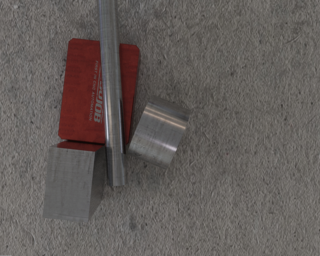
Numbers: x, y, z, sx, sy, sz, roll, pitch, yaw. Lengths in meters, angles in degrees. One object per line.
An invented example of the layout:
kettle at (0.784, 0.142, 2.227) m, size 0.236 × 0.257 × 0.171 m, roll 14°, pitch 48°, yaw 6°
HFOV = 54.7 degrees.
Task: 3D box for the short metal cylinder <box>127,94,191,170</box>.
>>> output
short metal cylinder at (-0.001, 0.005, 0.383) m, size 0.050 × 0.080 × 0.080 m, roll 23°, pitch 90°, yaw 0°

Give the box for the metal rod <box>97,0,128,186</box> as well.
metal rod at (-0.060, -0.080, 0.378) m, size 0.025 × 0.025 × 0.298 m, roll -3°, pitch 90°, yaw 0°

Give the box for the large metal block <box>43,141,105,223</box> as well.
large metal block at (-0.100, 0.059, 0.379) m, size 0.050 × 0.080 × 0.079 m, roll 6°, pitch 94°, yaw 0°

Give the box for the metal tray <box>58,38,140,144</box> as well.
metal tray at (-0.078, -0.046, 0.407) m, size 0.091 × 0.030 × 0.129 m, roll 6°, pitch 90°, yaw 0°
